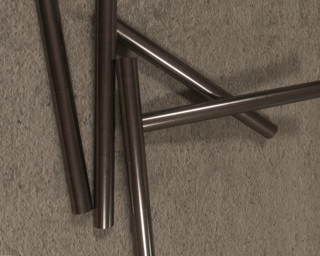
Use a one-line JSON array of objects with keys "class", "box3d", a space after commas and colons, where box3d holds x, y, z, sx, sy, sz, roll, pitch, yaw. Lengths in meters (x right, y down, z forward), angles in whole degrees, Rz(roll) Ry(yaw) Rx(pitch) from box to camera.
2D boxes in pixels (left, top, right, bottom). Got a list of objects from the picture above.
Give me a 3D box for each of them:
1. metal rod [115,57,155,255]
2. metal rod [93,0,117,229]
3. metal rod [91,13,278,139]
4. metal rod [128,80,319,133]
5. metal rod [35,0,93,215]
[{"class": "metal rod", "box3d": [-0.027, 0.066, 0.381, 0.025, 0.025, 0.298, -8, 100, -20]}, {"class": "metal rod", "box3d": [-0.066, -0.028, 0.369, 0.025, 0.025, 0.298, -1, 96, -20]}, {"class": "metal rod", "box3d": [0.046, -0.066, 0.427, 0.301, 0.025, 0.025, 30, 80, -18]}, {"class": "metal rod", "box3d": [0.103, -0.031, 0.421, 0.302, 0.025, 0.025, -11, 94, -10]}, {"class": "metal rod", "box3d": [-0.116, -0.047, 0.366, 0.025, 0.025, 0.298, -10, 94, -20]}]
